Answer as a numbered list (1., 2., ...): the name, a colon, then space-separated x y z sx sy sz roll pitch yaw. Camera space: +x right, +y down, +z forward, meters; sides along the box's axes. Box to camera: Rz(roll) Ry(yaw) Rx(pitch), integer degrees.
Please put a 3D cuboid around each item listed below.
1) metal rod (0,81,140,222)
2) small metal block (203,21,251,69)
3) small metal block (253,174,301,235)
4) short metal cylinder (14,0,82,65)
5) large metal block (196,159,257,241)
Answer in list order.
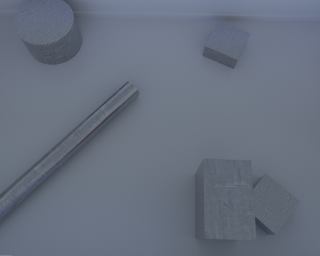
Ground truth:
1. metal rod: -0.141 0.047 0.390 0.025 0.025 0.301 42 75 13
2. small metal block: 0.098 -0.122 0.456 0.050 0.025 0.050 25 72 8
3. small metal block: 0.131 0.093 0.377 0.050 0.025 0.050 41 75 13
4. short metal cylinder: -0.158 -0.139 0.445 0.081 0.050 0.080 0 70 0
5. large metal block: 0.070 0.084 0.351 0.050 0.080 0.080 2 70 0
